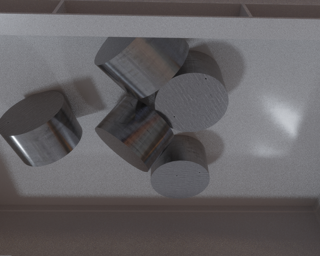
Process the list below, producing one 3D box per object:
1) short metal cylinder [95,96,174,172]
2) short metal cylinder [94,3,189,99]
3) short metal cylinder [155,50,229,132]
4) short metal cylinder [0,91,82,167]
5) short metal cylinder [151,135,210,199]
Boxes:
[{"bbox_3d":[-0.030,0.008,0.372,0.080,0.050,0.080,34,161,14],"label":"short metal cylinder"},{"bbox_3d":[-0.019,-0.076,0.308,0.080,0.080,0.050,-32,123,24],"label":"short metal cylinder"},{"bbox_3d":[0.034,-0.042,0.358,0.081,0.050,0.079,0,130,0],"label":"short metal cylinder"},{"bbox_3d":[-0.141,0.000,0.371,0.080,0.080,0.050,-12,129,9],"label":"short metal cylinder"},{"bbox_3d":[0.027,0.056,0.441,0.081,0.050,0.079,0,130,0],"label":"short metal cylinder"}]
